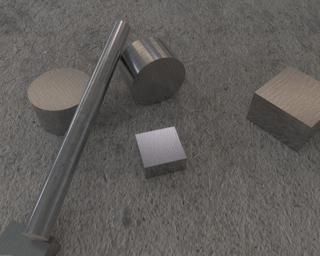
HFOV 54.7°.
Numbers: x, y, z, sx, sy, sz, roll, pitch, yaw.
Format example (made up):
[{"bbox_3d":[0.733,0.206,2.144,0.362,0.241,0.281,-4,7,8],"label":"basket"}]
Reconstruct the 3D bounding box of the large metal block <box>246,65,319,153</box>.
[{"bbox_3d":[0.177,-0.028,0.412,0.080,0.050,0.080,-35,59,-26],"label":"large metal block"}]

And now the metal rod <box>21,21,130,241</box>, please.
[{"bbox_3d":[-0.085,-0.022,0.366,0.025,0.025,0.300,9,57,7],"label":"metal rod"}]

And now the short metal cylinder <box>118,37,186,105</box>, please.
[{"bbox_3d":[-0.012,-0.079,0.434,0.081,0.080,0.050,-20,53,-16],"label":"short metal cylinder"}]

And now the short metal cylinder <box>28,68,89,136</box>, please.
[{"bbox_3d":[-0.128,-0.036,0.416,0.080,0.050,0.080,0,50,0],"label":"short metal cylinder"}]

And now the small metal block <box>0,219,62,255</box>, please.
[{"bbox_3d":[-0.133,0.124,0.298,0.050,0.025,0.050,17,52,13],"label":"small metal block"}]

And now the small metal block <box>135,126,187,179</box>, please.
[{"bbox_3d":[0.000,0.029,0.379,0.050,0.025,0.050,-12,51,-10],"label":"small metal block"}]
